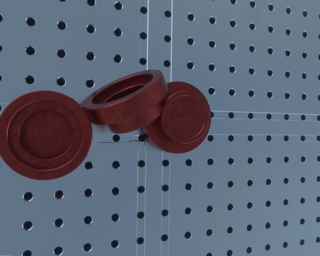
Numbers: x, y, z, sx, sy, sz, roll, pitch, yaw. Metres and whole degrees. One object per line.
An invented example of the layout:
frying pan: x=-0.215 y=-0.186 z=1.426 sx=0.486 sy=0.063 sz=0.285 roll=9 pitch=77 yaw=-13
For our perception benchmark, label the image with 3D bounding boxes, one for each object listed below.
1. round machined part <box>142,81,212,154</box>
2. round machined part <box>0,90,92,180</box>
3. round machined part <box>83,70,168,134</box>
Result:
round machined part: x=0.026 y=-0.014 z=0.414 sx=0.099 sy=0.042 sz=0.097 roll=0 pitch=90 yaw=-21
round machined part: x=-0.129 y=0.007 z=0.354 sx=0.099 sy=0.042 sz=0.097 roll=-1 pitch=92 yaw=-16
round machined part: x=-0.036 y=-0.028 z=0.363 sx=0.099 sy=0.098 sz=0.042 roll=-31 pitch=115 yaw=-18
